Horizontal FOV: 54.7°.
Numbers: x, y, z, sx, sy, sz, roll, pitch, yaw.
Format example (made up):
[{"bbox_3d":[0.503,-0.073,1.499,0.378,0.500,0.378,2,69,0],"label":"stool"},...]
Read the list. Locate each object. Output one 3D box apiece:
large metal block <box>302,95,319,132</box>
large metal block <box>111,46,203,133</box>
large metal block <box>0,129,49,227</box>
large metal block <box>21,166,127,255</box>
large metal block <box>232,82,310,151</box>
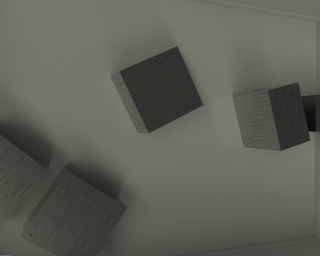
[{"bbox_3d":[0.233,-0.020,0.467,0.081,0.080,0.050,0,91,-20],"label":"large metal block"},{"bbox_3d":[-0.004,-0.047,0.395,0.081,0.050,0.080,-28,99,-18],"label":"large metal block"},{"bbox_3d":[-0.179,0.050,0.331,0.080,0.050,0.080,42,77,-15],"label":"large metal block"},{"bbox_3d":[-0.099,0.102,0.361,0.080,0.050,0.080,36,79,-17],"label":"large metal block"},{"bbox_3d":[0.154,-0.016,0.438,0.050,0.080,0.080,-16,96,-19],"label":"large metal block"}]
